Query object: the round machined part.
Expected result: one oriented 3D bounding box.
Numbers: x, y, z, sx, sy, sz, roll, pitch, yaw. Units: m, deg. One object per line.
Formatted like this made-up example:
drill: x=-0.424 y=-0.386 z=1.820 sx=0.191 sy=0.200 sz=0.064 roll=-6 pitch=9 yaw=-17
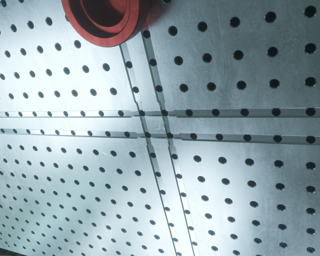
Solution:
round machined part: x=-0.056 y=-0.142 z=0.340 sx=0.098 sy=0.042 sz=0.097 roll=13 pitch=124 yaw=20
